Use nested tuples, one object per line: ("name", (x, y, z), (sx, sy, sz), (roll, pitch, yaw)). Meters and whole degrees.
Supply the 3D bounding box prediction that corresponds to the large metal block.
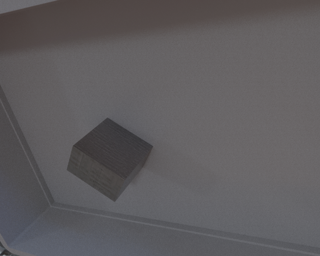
("large metal block", (-0.069, 0.042, 0.436), (0.080, 0.080, 0.050), (32, 129, 7))
